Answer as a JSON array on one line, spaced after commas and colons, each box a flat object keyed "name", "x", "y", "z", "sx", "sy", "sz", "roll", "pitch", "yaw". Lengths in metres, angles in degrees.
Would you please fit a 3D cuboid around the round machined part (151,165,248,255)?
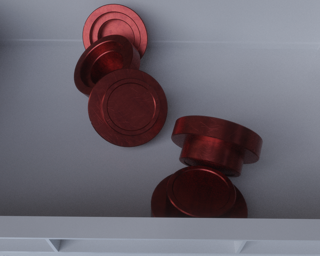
[{"name": "round machined part", "x": 0.040, "y": 0.076, "z": 0.317, "sx": 0.099, "sy": 0.042, "sz": 0.098, "roll": 1, "pitch": 37, "yaw": -1}]

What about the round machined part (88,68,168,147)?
[{"name": "round machined part", "x": -0.038, "y": -0.025, "z": 0.380, "sx": 0.099, "sy": 0.042, "sz": 0.097, "roll": 0, "pitch": 91, "yaw": -14}]

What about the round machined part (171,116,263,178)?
[{"name": "round machined part", "x": 0.059, "y": 0.025, "z": 0.343, "sx": 0.098, "sy": 0.098, "sz": 0.042, "roll": 14, "pitch": 74, "yaw": 11}]

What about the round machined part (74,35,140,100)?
[{"name": "round machined part", "x": -0.071, "y": -0.081, "z": 0.443, "sx": 0.098, "sy": 0.042, "sz": 0.098, "roll": -12, "pitch": 62, "yaw": 23}]

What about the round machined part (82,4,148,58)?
[{"name": "round machined part", "x": -0.067, "y": -0.142, "z": 0.486, "sx": 0.099, "sy": 0.097, "sz": 0.042, "roll": 1, "pitch": 18, "yaw": 1}]
